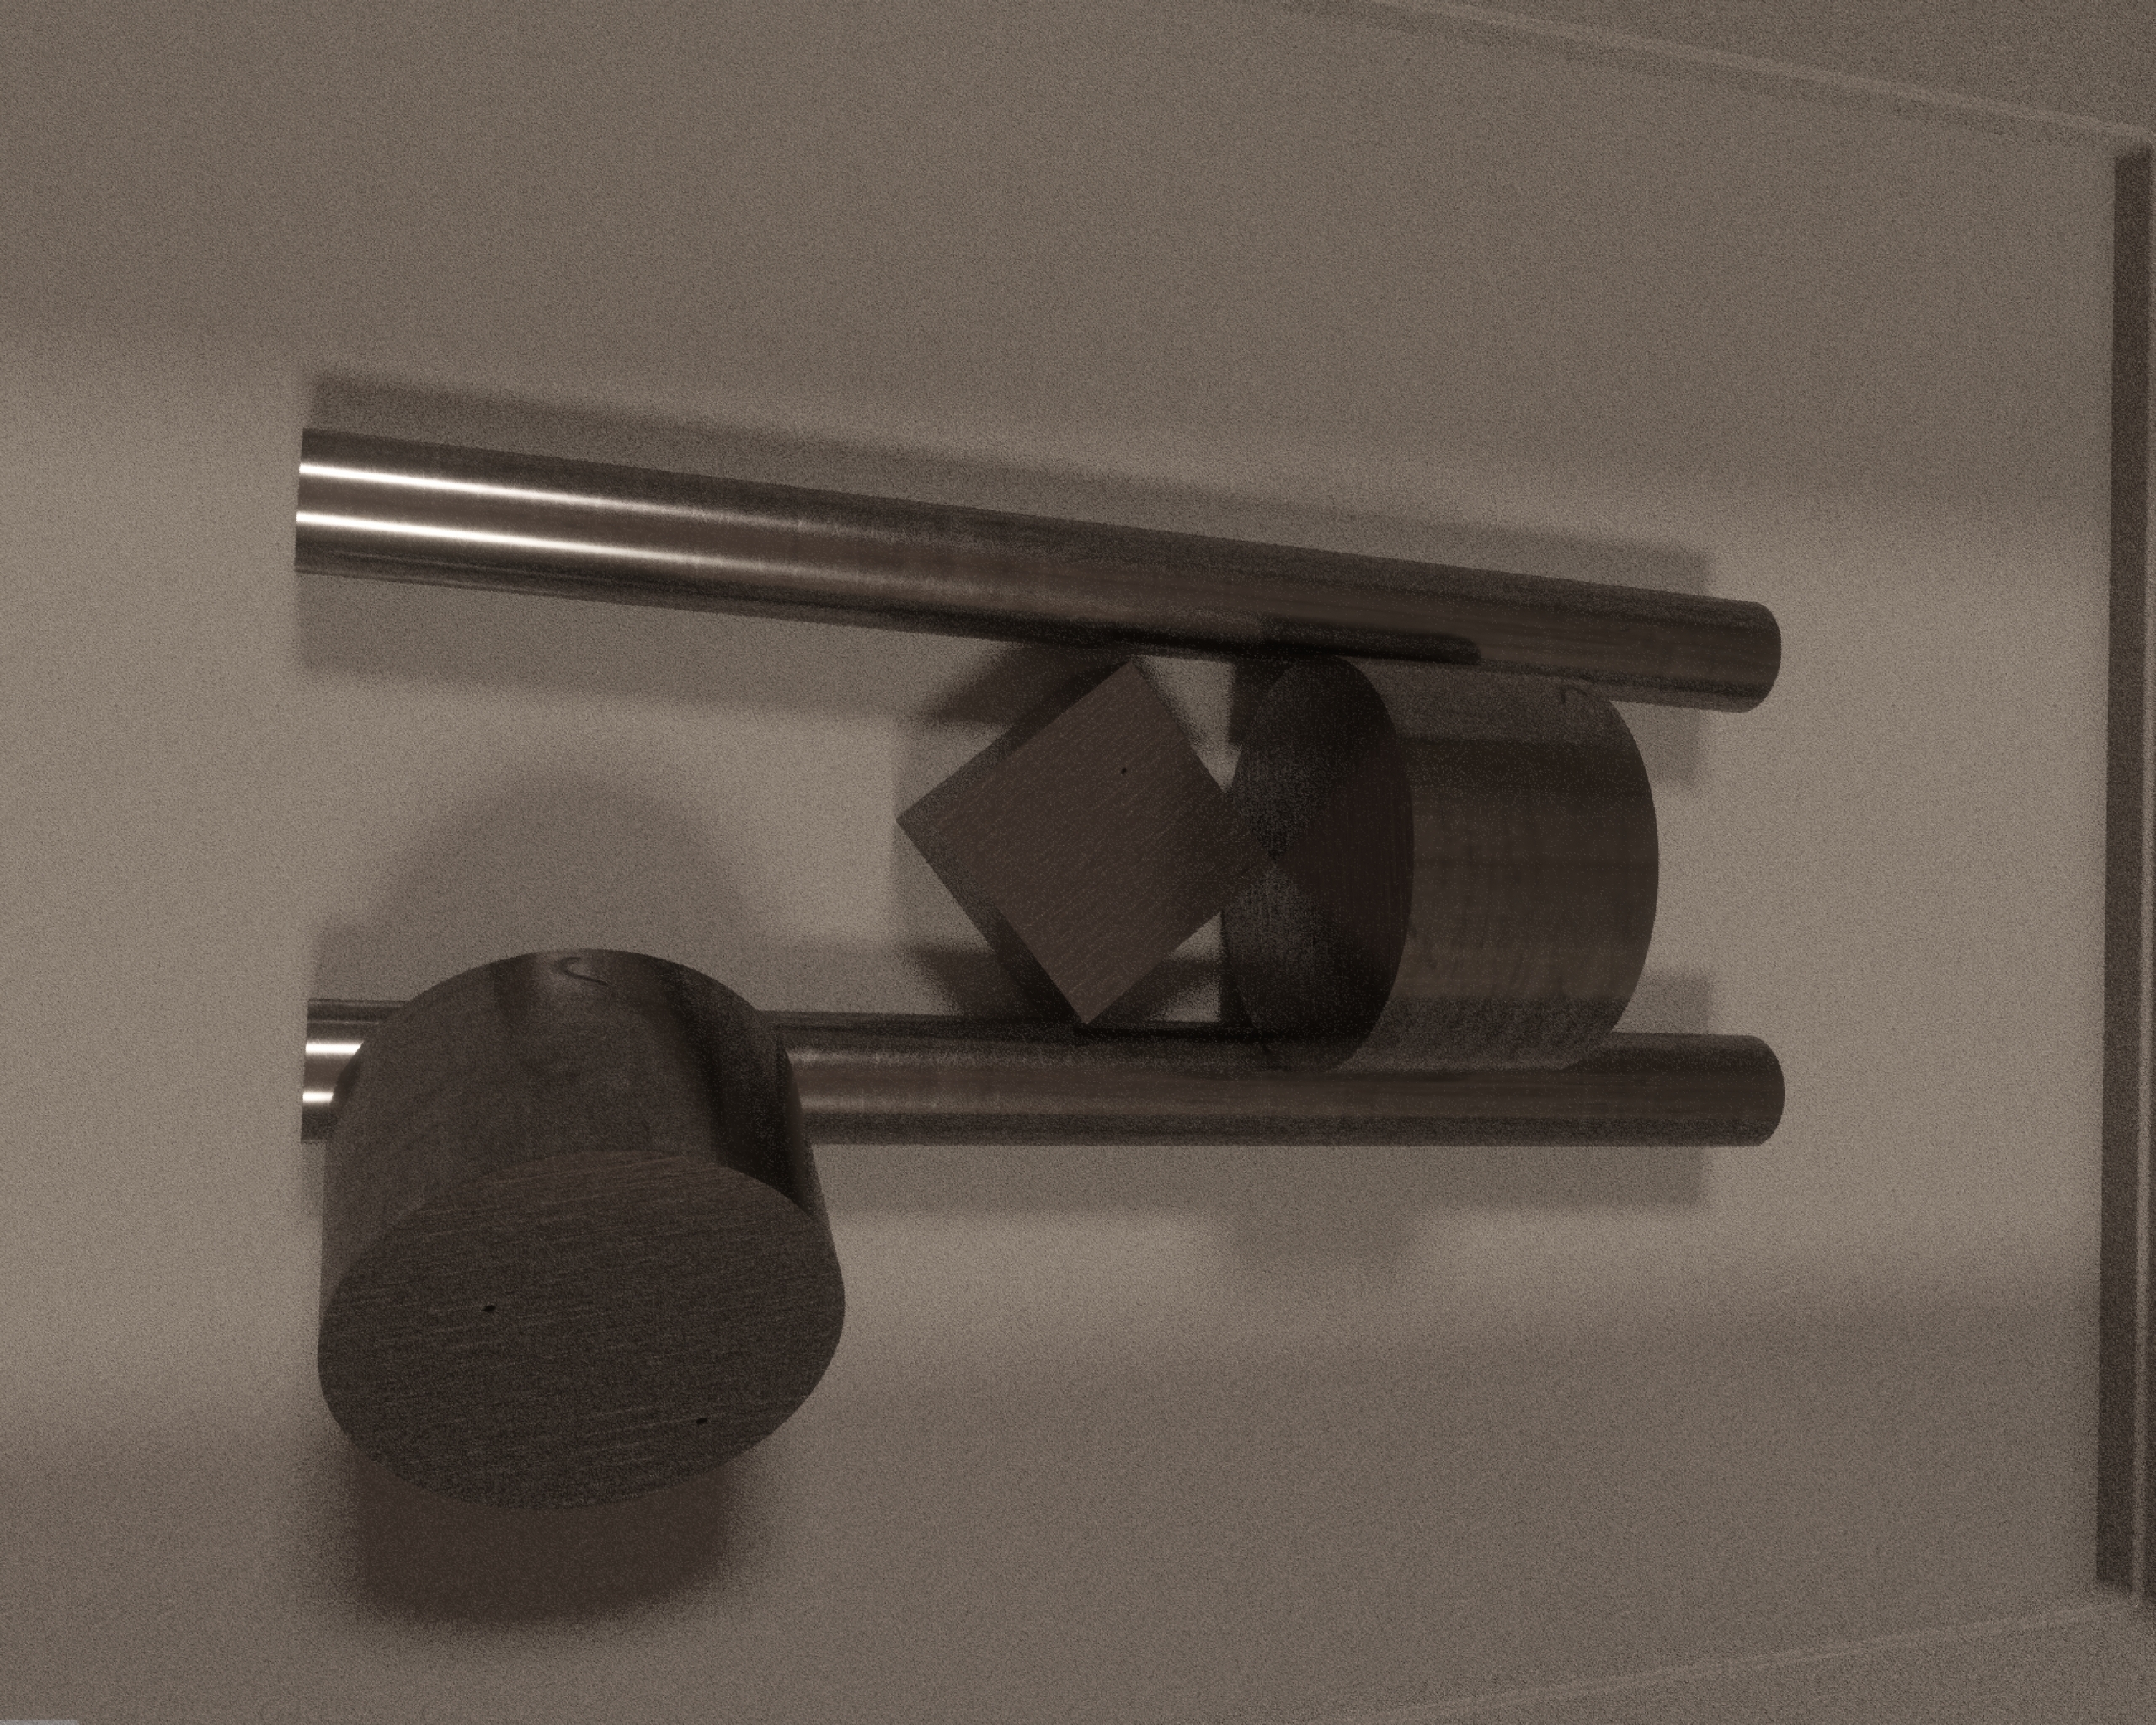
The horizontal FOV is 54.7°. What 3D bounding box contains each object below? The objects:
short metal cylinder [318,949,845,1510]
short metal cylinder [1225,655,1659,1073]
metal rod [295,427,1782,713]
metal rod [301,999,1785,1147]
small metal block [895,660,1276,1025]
[{"bbox_3d":[-0.083,0.061,0.347,0.081,0.050,0.079,-9,127,-12],"label":"short metal cylinder"},{"bbox_3d":[0.068,0.001,0.406,0.050,0.080,0.079,2,90,-20],"label":"short metal cylinder"},{"bbox_3d":[0.007,-0.054,0.412,0.302,0.025,0.025,3,89,-21],"label":"metal rod"},{"bbox_3d":[0.008,0.043,0.412,0.303,0.025,0.025,3,89,-21],"label":"metal rod"},{"bbox_3d":[0.002,-0.004,0.410,0.050,0.025,0.050,-40,103,-16],"label":"small metal block"}]
